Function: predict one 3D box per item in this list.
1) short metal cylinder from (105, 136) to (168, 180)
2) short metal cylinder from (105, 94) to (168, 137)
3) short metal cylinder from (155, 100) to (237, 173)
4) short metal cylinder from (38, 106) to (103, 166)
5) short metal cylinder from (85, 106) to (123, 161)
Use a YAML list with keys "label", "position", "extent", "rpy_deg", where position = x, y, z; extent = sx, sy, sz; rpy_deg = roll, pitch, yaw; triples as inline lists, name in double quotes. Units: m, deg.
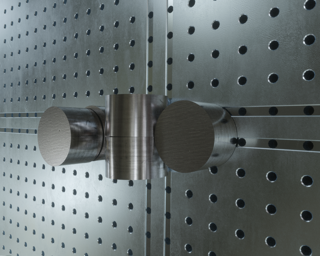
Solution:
- label: "short metal cylinder"
  position: [-0.030, 0.036, 0.398]
  extent: [0.080, 0.081, 0.050]
  rpy_deg: [-1, 89, 40]
- label: "short metal cylinder"
  position: [-0.030, -0.016, 0.399]
  extent: [0.080, 0.081, 0.050]
  rpy_deg: [1, 92, 40]
- label: "short metal cylinder"
  position: [0.041, 0.009, 0.359]
  extent: [0.080, 0.050, 0.079]
  rpy_deg: [0, 90, 39]
- label: "short metal cylinder"
  position: [-0.125, 0.011, 0.429]
  extent: [0.080, 0.050, 0.079]
  rpy_deg: [0, 90, 40]
- label: "short metal cylinder"
  position: [-0.082, 0.008, 0.461]
  extent: [0.080, 0.050, 0.079]
  rpy_deg: [0, 90, 39]
